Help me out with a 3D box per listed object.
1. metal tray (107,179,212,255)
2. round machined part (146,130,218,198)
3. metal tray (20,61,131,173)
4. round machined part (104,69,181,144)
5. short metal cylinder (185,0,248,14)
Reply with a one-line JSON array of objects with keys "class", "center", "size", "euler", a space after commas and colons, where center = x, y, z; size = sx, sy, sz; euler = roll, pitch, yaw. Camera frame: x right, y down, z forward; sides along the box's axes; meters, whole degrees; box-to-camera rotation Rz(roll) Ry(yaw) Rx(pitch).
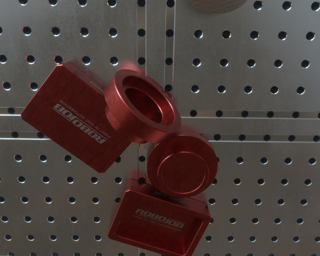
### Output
[{"class": "metal tray", "center": [-0.002, 0.139, 0.461], "size": [0.131, 0.030, 0.089], "euler": [20, 109, -8]}, {"class": "round machined part", "center": [0.031, 0.055, 0.425], "size": [0.099, 0.042, 0.097], "euler": [0, 110, -1]}, {"class": "metal tray", "center": [-0.099, -0.012, 0.405], "size": [0.130, 0.030, 0.090], "euler": [38, 105, -13]}, {"class": "round machined part", "center": [-0.025, -0.020, 0.369], "size": [0.098, 0.098, 0.042], "euler": [38, 119, -13]}, {"class": "short metal cylinder", "center": [0.062, -0.168, 0.339], "size": [0.081, 0.050, 0.079], "euler": [0, 110, -1]}]
